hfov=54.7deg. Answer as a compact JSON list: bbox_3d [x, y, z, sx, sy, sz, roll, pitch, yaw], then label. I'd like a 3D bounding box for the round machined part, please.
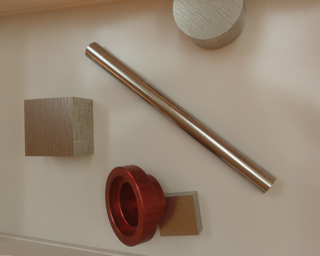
[{"bbox_3d":[-0.029,0.095,0.395,0.098,0.042,0.097,8,100,54],"label":"round machined part"}]

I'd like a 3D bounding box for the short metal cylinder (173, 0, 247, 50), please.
[{"bbox_3d":[0.062,-0.141,0.375,0.080,0.050,0.079,0,90,19],"label":"short metal cylinder"}]

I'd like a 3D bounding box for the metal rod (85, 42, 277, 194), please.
[{"bbox_3d":[0.016,-0.022,0.404,0.300,0.025,0.025,38,102,15],"label":"metal rod"}]

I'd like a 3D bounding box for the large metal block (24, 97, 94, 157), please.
[{"bbox_3d":[-0.144,-0.001,0.447,0.080,0.050,0.079,-2,90,19],"label":"large metal block"}]

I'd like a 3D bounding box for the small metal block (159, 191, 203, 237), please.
[{"bbox_3d":[0.025,0.111,0.401,0.050,0.025,0.050,-9,87,19],"label":"small metal block"}]
